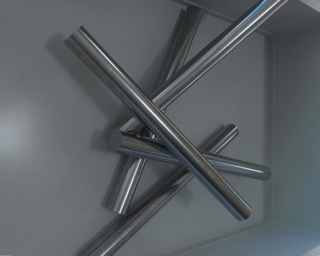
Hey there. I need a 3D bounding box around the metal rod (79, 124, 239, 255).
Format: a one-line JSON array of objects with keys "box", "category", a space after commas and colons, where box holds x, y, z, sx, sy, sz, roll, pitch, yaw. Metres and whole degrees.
[{"box": [0.018, 0.077, 0.424, 0.302, 0.025, 0.025, -36, 113, -34], "category": "metal rod"}]

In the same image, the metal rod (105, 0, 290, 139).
[{"box": [0.056, -0.083, 0.378, 0.301, 0.025, 0.025, -41, 118, -5], "category": "metal rod"}]

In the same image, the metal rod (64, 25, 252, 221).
[{"box": [0.012, 0.009, 0.355, 0.300, 0.025, 0.025, 46, 62, -20], "category": "metal rod"}]

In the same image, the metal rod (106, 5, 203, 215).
[{"box": [-0.001, -0.035, 0.407, 0.025, 0.025, 0.299, 33, 69, -36], "category": "metal rod"}]

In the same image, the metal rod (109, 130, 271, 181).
[{"box": [0.065, 0.046, 0.429, 0.302, 0.025, 0.025, 16, 80, -39], "category": "metal rod"}]
